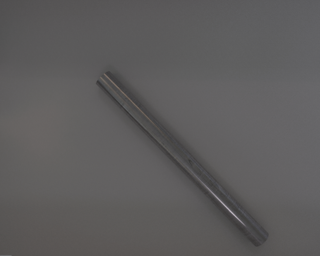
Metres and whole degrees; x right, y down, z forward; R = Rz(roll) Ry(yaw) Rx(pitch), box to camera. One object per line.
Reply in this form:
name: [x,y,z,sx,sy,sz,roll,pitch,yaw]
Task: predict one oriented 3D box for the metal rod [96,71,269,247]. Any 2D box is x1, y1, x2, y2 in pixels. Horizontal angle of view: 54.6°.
metal rod: [0.029,0.041,0.411,0.025,0.025,0.300,-44,90,0]
